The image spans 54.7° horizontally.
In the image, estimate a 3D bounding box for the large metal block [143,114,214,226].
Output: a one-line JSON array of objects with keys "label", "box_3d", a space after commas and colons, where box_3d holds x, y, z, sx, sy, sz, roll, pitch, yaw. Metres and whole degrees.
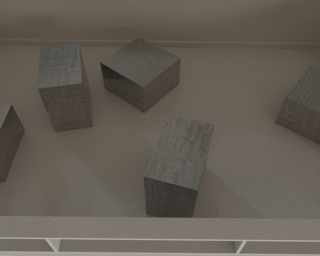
[{"label": "large metal block", "box_3d": [0.021, 0.046, 0.331, 0.050, 0.080, 0.080, 13, 51, 10]}]

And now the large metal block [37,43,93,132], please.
[{"label": "large metal block", "box_3d": [-0.124, -0.053, 0.412, 0.050, 0.080, 0.080, -9, 51, -8]}]

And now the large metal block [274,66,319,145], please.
[{"label": "large metal block", "box_3d": [0.216, -0.028, 0.416, 0.080, 0.050, 0.080, 31, 56, 23]}]

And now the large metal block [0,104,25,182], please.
[{"label": "large metal block", "box_3d": [-0.222, 0.017, 0.372, 0.081, 0.050, 0.080, 1, 50, 0]}]

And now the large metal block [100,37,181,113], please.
[{"label": "large metal block", "box_3d": [-0.027, -0.080, 0.456, 0.080, 0.050, 0.080, 32, 57, 24]}]
